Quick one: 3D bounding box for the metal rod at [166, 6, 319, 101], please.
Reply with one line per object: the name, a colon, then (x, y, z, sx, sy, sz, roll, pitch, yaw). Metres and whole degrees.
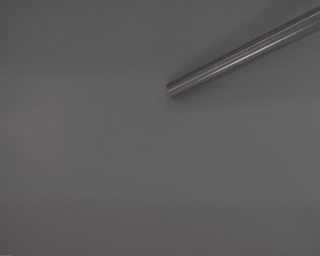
metal rod: (0.143, -0.107, 0.365, 0.300, 0.025, 0.025, -25, 90, 19)
